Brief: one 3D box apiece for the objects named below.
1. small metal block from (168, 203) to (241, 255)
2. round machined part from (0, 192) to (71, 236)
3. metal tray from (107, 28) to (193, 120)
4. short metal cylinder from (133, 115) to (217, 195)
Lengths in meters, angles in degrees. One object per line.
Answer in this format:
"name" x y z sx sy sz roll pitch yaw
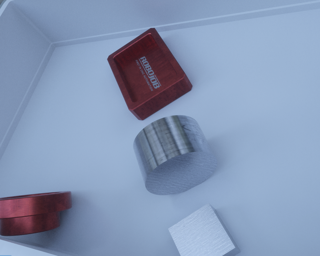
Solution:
"small metal block" 0.044 0.113 0.312 0.050 0.025 0.050 -34 52 5
"round machined part" -0.160 0.105 0.382 0.098 0.098 0.042 -9 81 23
"metal tray" -0.019 -0.084 0.462 0.090 0.030 0.130 -32 52 7
"short metal cylinder" 0.016 0.031 0.342 0.080 0.080 0.050 -29 52 9
